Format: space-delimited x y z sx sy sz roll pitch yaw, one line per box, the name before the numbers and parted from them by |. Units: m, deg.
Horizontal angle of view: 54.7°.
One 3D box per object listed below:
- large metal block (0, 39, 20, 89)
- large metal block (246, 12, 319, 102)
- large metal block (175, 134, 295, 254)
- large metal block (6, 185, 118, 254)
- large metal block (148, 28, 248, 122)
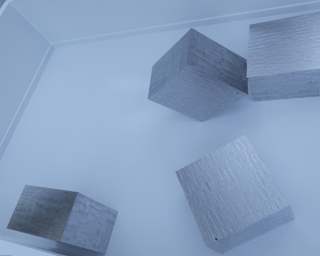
large metal block | -0.347 -0.127 0.648 0.080 0.050 0.080 -25 53 12
large metal block | 0.149 -0.081 0.361 0.080 0.050 0.080 -3 60 26
large metal block | 0.073 0.067 0.310 0.080 0.050 0.080 -30 52 9
large metal block | -0.110 0.107 0.361 0.080 0.080 0.050 1 62 28
large metal block | 0.043 -0.057 0.362 0.080 0.080 0.050 -34 42 50
